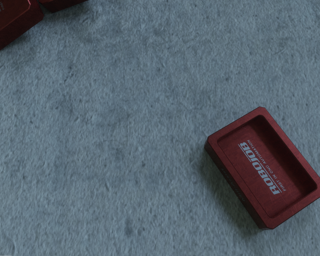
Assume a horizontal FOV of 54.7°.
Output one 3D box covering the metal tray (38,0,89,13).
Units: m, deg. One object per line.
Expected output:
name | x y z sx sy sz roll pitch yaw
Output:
metal tray | -0.148 -0.253 0.473 0.090 0.030 0.129 -16 81 9

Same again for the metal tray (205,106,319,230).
metal tray | 0.128 0.048 0.389 0.090 0.030 0.130 -29 73 -11

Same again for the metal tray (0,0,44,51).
metal tray | -0.237 -0.192 0.458 0.090 0.030 0.130 -32 72 9
